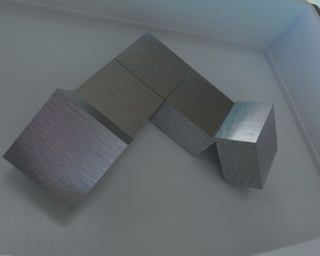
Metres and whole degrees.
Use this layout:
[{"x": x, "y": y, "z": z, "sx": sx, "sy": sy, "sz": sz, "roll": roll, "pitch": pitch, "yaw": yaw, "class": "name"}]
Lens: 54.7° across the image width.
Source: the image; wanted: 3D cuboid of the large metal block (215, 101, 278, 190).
[{"x": 0.118, "y": 0.021, "z": 0.411, "sx": 0.080, "sy": 0.050, "sz": 0.080, "roll": -52, "pitch": 136, "yaw": -39, "class": "large metal block"}]

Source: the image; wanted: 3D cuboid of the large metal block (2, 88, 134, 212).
[{"x": -0.085, "y": 0.019, "z": 0.302, "sx": 0.080, "sy": 0.050, "sz": 0.080, "roll": 39, "pitch": 94, "yaw": -2, "class": "large metal block"}]

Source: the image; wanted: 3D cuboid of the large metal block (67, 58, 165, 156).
[{"x": -0.055, "y": -0.023, "z": 0.372, "sx": 0.080, "sy": 0.050, "sz": 0.080, "roll": 39, "pitch": 51, "yaw": -2, "class": "large metal block"}]

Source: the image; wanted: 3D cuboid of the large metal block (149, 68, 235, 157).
[{"x": 0.047, "y": -0.022, "z": 0.425, "sx": 0.080, "sy": 0.050, "sz": 0.080, "roll": 39, "pitch": 51, "yaw": -2, "class": "large metal block"}]

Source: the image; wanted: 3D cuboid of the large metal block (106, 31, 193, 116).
[{"x": -0.016, "y": -0.073, "z": 0.423, "sx": 0.080, "sy": 0.050, "sz": 0.080, "roll": 39, "pitch": 51, "yaw": -2, "class": "large metal block"}]
